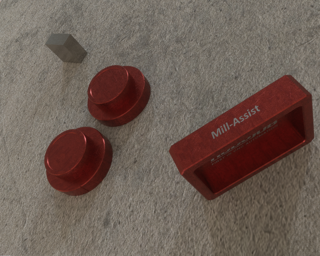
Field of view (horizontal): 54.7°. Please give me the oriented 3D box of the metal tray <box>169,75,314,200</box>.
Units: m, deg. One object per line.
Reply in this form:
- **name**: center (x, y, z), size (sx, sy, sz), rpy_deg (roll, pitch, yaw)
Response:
- **metal tray**: center (0.085, 0.016, 0.307), size (0.130, 0.090, 0.030), rpy_deg (-33, 52, 6)

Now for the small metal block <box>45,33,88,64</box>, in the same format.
- **small metal block**: center (-0.170, -0.145, 0.563), size (0.050, 0.050, 0.025), rpy_deg (12, 68, 33)

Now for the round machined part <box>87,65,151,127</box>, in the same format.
- **round machined part**: center (-0.067, -0.054, 0.460), size (0.098, 0.042, 0.098), rpy_deg (-13, 56, 20)

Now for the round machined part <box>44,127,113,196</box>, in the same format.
- **round machined part**: center (-0.119, 0.041, 0.428), size (0.098, 0.042, 0.098), rpy_deg (-13, 56, 20)
